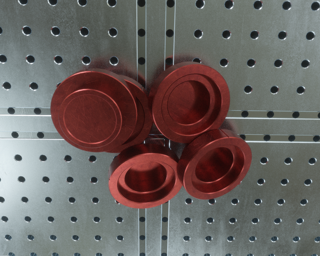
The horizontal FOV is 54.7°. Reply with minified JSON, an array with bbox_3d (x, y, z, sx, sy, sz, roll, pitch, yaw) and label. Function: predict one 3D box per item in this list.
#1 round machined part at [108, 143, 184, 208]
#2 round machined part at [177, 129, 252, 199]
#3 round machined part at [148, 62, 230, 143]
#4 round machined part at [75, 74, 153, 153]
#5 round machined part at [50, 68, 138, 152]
[{"bbox_3d":[-0.020,0.059,0.416,0.099,0.042,0.097,-6,125,-8],"label":"round machined part"},{"bbox_3d":[0.067,0.043,0.409,0.099,0.042,0.097,-11,123,-18],"label":"round machined part"},{"bbox_3d":[0.033,-0.034,0.383,0.099,0.042,0.097,-6,112,-16],"label":"round machined part"},{"bbox_3d":[-0.057,-0.021,0.395,0.099,0.042,0.097,0,110,-1],"label":"round machined part"},{"bbox_3d":[-0.075,-0.016,0.352,0.099,0.042,0.097,0,110,-1],"label":"round machined part"}]
